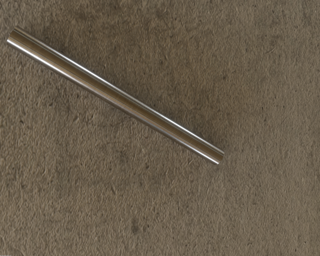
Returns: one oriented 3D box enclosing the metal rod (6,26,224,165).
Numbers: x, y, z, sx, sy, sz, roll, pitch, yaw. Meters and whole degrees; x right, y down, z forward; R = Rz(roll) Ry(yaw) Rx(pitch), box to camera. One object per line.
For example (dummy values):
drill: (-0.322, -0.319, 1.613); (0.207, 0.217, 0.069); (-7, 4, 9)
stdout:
metal rod: (-0.041, -0.031, 0.393); (0.301, 0.025, 0.025); (30, 80, -18)
